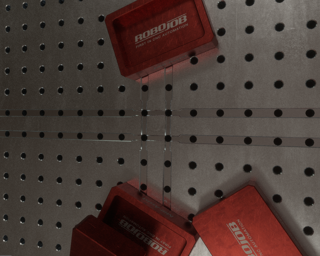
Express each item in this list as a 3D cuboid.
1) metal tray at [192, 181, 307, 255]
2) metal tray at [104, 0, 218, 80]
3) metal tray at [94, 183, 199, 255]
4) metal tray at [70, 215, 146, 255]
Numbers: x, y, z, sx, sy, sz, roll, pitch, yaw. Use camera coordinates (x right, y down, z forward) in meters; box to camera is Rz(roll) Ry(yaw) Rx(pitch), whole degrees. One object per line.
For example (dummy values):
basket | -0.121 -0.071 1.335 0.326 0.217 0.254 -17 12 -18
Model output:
metal tray | 0.111 0.141 0.371 0.090 0.030 0.130 -36 79 16
metal tray | 0.000 -0.128 0.409 0.130 0.030 0.090 -19 84 18
metal tray | -0.023 0.145 0.416 0.130 0.030 0.090 29 99 17
metal tray | -0.075 0.187 0.408 0.090 0.030 0.129 26 123 18
